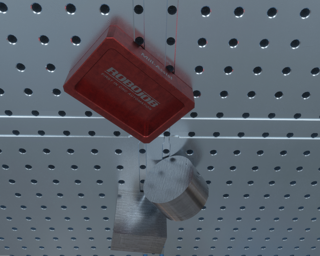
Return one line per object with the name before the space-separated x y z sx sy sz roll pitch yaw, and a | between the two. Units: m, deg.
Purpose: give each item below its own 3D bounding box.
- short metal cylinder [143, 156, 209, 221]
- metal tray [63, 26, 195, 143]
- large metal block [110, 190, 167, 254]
short metal cylinder | 0.023 0.087 0.450 0.080 0.080 0.050 -24 127 18
metal tray | -0.034 -0.045 0.369 0.130 0.030 0.090 35 121 -27
large metal block | -0.034 0.152 0.505 0.081 0.080 0.050 8 130 -7
